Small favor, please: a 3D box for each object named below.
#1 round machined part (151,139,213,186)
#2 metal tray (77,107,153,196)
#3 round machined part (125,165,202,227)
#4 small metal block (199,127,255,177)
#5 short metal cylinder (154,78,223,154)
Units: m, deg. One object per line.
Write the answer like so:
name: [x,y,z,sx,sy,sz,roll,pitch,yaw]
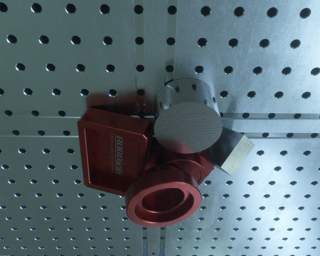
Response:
round machined part: [0.029,0.054,0.446,0.099,0.042,0.097,-1,130,0]
metal tray: [-0.061,0.039,0.427,0.090,0.030,0.129,13,130,7]
round machined part: [0.002,0.087,0.412,0.099,0.042,0.097,-7,133,-8]
small metal block: [0.087,0.029,0.409,0.025,0.050,0.050,39,85,-28]
short metal cylinder: [0.033,-0.014,0.383,0.081,0.050,0.079,0,130,0]
